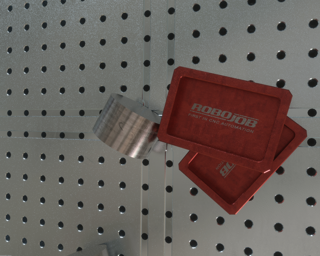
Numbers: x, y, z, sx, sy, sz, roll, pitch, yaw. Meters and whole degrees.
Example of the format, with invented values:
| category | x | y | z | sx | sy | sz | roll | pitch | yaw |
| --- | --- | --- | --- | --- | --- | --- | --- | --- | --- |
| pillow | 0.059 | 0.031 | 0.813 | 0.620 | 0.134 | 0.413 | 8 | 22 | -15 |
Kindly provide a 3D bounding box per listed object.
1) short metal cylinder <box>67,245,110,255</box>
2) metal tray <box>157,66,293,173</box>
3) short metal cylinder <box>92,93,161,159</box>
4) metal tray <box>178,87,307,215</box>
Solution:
| category | x | y | z | sx | sy | sz | roll | pitch | yaw |
| --- | --- | --- | --- | --- | --- | --- | --- | --- | --- |
| short metal cylinder | -0.104 | 0.199 | 0.420 | 0.080 | 0.080 | 0.050 | -20 | 83 | 19 |
| metal tray | 0.070 | -0.012 | 0.352 | 0.130 | 0.030 | 0.089 | 16 | 95 | 19 |
| short metal cylinder | -0.038 | -0.003 | 0.397 | 0.080 | 0.080 | 0.050 | 33 | 101 | 17 |
| metal tray | 0.097 | 0.027 | 0.375 | 0.090 | 0.030 | 0.130 | 41 | 103 | 15 |
